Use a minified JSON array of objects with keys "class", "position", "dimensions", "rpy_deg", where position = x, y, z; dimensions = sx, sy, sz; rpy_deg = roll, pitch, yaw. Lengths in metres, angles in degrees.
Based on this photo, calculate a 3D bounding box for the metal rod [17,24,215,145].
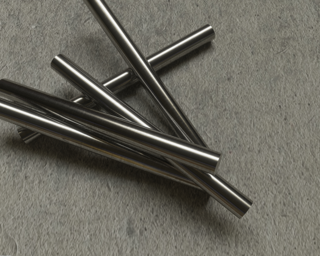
[{"class":"metal rod","position":[-0.052,-0.066,0.431],"dimensions":[0.301,0.025,0.025],"rpy_deg":[-31,73,-11]}]

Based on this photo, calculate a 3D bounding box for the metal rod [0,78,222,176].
[{"class":"metal rod","position":[-0.075,-0.008,0.369],"dimensions":[0.301,0.025,0.025],"rpy_deg":[19,71,18]}]

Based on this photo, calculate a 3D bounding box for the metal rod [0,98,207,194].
[{"class":"metal rod","position":[-0.073,0.021,0.382],"dimensions":[0.301,0.025,0.025],"rpy_deg":[20,71,0]}]

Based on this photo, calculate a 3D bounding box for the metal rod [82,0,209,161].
[{"class":"metal rod","position":[-0.021,-0.075,0.409],"dimensions":[0.025,0.025,0.299],"rpy_deg":[-33,83,-11]}]

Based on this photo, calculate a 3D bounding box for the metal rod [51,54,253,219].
[{"class":"metal rod","position":[-0.020,0.001,0.377],"dimensions":[0.300,0.025,0.025],"rpy_deg":[38,74,13]}]
